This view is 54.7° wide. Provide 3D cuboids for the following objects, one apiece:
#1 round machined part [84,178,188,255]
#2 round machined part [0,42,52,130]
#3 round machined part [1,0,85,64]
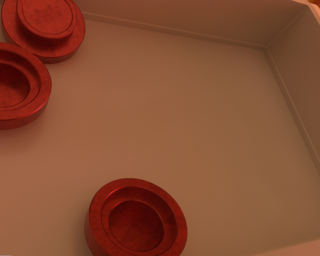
[{"bbox_3d":[-0.026,0.101,0.307,0.099,0.042,0.098,17,37,-13],"label":"round machined part"},{"bbox_3d":[-0.170,-0.040,0.328,0.099,0.042,0.098,14,56,-21],"label":"round machined part"},{"bbox_3d":[-0.141,-0.133,0.383,0.099,0.042,0.098,6,76,-26],"label":"round machined part"}]
